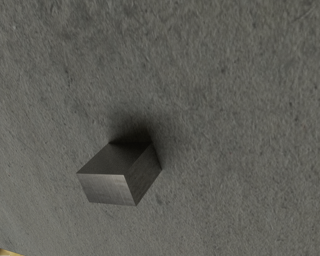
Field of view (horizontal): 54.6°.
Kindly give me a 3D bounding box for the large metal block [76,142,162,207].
[{"bbox_3d":[-0.056,0.062,0.440,0.080,0.080,0.050,-3,117,30],"label":"large metal block"}]
